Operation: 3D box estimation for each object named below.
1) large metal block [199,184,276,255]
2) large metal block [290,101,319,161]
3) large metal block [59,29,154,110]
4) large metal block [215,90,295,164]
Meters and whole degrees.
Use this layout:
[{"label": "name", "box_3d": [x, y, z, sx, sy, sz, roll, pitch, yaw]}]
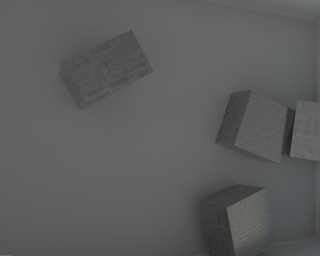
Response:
[{"label": "large metal block", "box_3d": [0.108, 0.131, 0.429, 0.081, 0.050, 0.080, -14, 95, -35]}, {"label": "large metal block", "box_3d": [0.225, 0.008, 0.460, 0.050, 0.080, 0.080, 8, 87, 23]}, {"label": "large metal block", "box_3d": [-0.065, -0.064, 0.358, 0.080, 0.080, 0.050, -31, 101, -18]}, {"label": "large metal block", "box_3d": [0.138, -0.001, 0.450, 0.080, 0.050, 0.080, 22, 83, -19]}]
